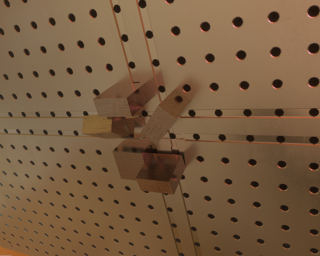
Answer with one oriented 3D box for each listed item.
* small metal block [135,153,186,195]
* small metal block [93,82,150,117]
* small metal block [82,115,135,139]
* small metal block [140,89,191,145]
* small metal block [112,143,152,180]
[{"bbox_3d":[0.002,0.062,0.431,0.050,0.050,0.025,1,129,27],"label":"small metal block"},{"bbox_3d":[-0.048,-0.037,0.398,0.050,0.050,0.025,1,119,28],"label":"small metal block"},{"bbox_3d":[-0.071,-0.001,0.429,0.050,0.050,0.025,-4,79,30],"label":"small metal block"},{"bbox_3d":[0.007,-0.014,0.383,0.025,0.050,0.050,38,129,3],"label":"small metal block"},{"bbox_3d":[-0.037,0.051,0.463,0.050,0.025,0.050,1,119,28],"label":"small metal block"}]
